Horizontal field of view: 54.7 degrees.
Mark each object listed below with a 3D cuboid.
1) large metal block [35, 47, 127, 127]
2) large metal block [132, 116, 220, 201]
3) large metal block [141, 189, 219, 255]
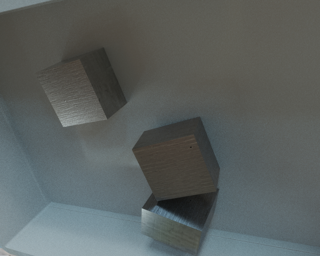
[{"bbox_3d":[-0.103,-0.052,0.412,0.080,0.050,0.080,-8,115,31],"label":"large metal block"},{"bbox_3d":[0.023,0.040,0.395,0.080,0.050,0.080,-15,111,22],"label":"large metal block"},{"bbox_3d":[0.029,0.115,0.428,0.080,0.080,0.050,16,125,18],"label":"large metal block"}]
